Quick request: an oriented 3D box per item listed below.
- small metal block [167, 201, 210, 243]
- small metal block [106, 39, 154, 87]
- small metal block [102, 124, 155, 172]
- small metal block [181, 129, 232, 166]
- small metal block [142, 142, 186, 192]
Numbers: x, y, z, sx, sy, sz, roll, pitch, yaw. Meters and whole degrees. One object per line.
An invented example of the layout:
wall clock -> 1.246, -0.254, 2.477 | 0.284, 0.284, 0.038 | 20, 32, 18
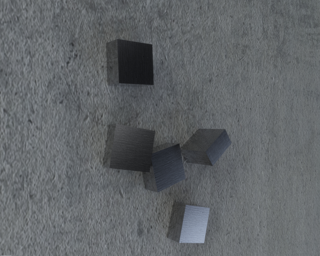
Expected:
small metal block -> 0.041, 0.134, 0.439 | 0.050, 0.025, 0.050 | 18, 78, -39
small metal block -> -0.036, -0.077, 0.374 | 0.050, 0.025, 0.050 | -4, 92, -40
small metal block -> -0.037, 0.024, 0.368 | 0.050, 0.025, 0.050 | 11, 83, -28
small metal block -> 0.065, 0.026, 0.442 | 0.050, 0.050, 0.025 | -43, 117, -31
small metal block -> 0.003, 0.050, 0.407 | 0.050, 0.025, 0.050 | -18, 102, -39
